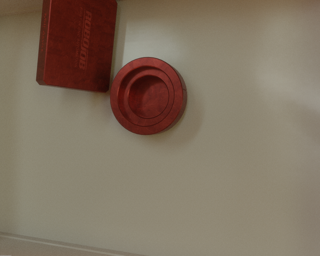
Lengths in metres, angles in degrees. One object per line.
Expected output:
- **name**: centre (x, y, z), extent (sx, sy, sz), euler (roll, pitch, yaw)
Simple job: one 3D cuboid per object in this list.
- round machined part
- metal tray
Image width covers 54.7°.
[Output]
- **round machined part**: centre (-0.012, -0.040, 0.405), extent (0.098, 0.042, 0.097), euler (0, 90, 19)
- **metal tray**: centre (-0.109, -0.116, 0.411), extent (0.030, 0.091, 0.129), euler (9, 94, 51)
